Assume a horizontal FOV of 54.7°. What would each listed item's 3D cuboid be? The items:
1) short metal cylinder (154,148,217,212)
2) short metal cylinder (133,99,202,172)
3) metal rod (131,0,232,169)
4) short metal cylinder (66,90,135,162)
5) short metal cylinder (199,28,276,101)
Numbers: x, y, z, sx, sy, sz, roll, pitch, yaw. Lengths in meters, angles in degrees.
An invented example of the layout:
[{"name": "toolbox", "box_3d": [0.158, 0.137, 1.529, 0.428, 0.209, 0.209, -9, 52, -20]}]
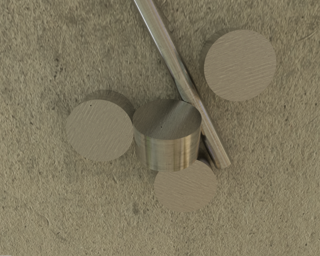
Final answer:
[{"name": "short metal cylinder", "box_3d": [0.033, 0.066, 0.421, 0.081, 0.050, 0.079, 0, 110, 0]}, {"name": "short metal cylinder", "box_3d": [0.009, 0.007, 0.377, 0.081, 0.080, 0.050, -1, 128, 0]}, {"name": "metal rod", "box_3d": [0.020, -0.076, 0.381, 0.025, 0.025, 0.299, -26, 108, 9]}, {"name": "short metal cylinder", "box_3d": [-0.072, -0.004, 0.394, 0.081, 0.050, 0.079, 0, 110, 0]}, {"name": "short metal cylinder", "box_3d": [0.089, -0.077, 0.369, 0.081, 0.050, 0.079, 0, 110, 0]}]
